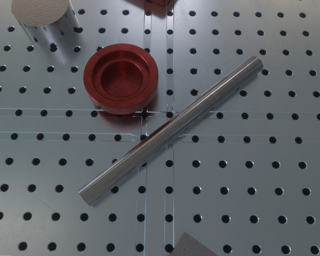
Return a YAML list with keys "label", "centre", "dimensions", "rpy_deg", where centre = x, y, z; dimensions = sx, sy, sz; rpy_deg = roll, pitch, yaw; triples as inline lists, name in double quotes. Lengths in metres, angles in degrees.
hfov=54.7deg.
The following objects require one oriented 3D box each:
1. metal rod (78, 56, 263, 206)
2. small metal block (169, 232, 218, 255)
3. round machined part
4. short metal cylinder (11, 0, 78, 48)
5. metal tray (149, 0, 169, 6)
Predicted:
- label: "metal rod"
  centre: [0.023, -0.004, 0.413]
  dimensions: [0.301, 0.025, 0.025]
  rpy_deg: [-38, 75, -13]
- label: "small metal block"
  centre: [0.035, 0.156, 0.355]
  dimensions: [0.050, 0.025, 0.050]
  rpy_deg: [34, 73, 11]
- label: "round machined part"
  centre: [-0.051, -0.063, 0.425]
  dimensions: [0.099, 0.042, 0.098]
  rpy_deg: [0, 70, 0]
- label: "short metal cylinder"
  centre: [-0.168, -0.167, 0.458]
  dimensions: [0.081, 0.050, 0.080]
  rpy_deg: [0, 70, 0]
- label: "metal tray"
  centre: [-0.026, -0.265, 0.505]
  dimensions: [0.130, 0.030, 0.090]
  rpy_deg: [29, 72, 10]
